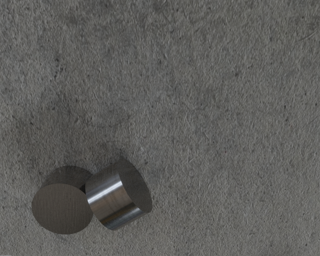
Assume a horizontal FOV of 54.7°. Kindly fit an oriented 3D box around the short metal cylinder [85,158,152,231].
[{"bbox_3d":[-0.053,0.087,0.412,0.050,0.080,0.080,-31,107,11],"label":"short metal cylinder"}]

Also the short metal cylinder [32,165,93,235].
[{"bbox_3d":[-0.129,0.099,0.432,0.081,0.050,0.079,0,110,0],"label":"short metal cylinder"}]
